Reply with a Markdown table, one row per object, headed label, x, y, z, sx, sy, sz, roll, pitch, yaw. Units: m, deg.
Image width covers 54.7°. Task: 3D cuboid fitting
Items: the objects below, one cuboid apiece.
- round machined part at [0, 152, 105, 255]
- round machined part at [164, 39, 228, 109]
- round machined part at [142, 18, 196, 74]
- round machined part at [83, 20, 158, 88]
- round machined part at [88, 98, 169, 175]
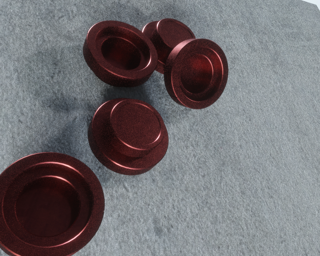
| label | x | y | z | sx | sy | sz | roll | pitch | yaw |
| --- | --- | --- | --- | --- | --- | --- | --- | --- | --- |
| round machined part | -0.106 | 0.075 | 0.291 | 0.099 | 0.042 | 0.098 | 14 | 56 | -21 |
| round machined part | 0.047 | -0.078 | 0.447 | 0.099 | 0.042 | 0.097 | -9 | 108 | -29 |
| round machined part | 0.018 | -0.132 | 0.485 | 0.099 | 0.042 | 0.098 | 14 | 56 | -21 |
| round machined part | -0.056 | -0.095 | 0.422 | 0.099 | 0.042 | 0.098 | 14 | 56 | -21 |
| round machined part | -0.033 | 0.004 | 0.374 | 0.099 | 0.042 | 0.098 | 14 | 56 | -21 |
